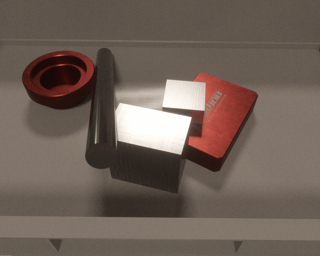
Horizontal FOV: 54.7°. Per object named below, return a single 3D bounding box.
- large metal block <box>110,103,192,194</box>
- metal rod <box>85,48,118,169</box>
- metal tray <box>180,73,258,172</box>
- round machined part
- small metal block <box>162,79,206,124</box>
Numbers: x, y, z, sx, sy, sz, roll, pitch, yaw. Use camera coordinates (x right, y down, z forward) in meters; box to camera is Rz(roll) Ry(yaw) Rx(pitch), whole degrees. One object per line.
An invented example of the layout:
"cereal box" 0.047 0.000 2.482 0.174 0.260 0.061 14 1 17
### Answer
"large metal block" -0.012 0.024 0.349 0.080 0.080 0.050 12 51 9
"metal rod" -0.068 -0.048 0.375 0.025 0.025 0.300 -7 29 -6
"metal tray" 0.065 -0.014 0.414 0.090 0.030 0.130 25 54 19
"round machined part" -0.141 -0.065 0.447 0.099 0.042 0.098 0 50 0
"small metal block" 0.031 -0.034 0.394 0.050 0.025 0.050 6 50 4
